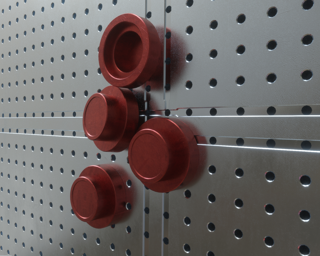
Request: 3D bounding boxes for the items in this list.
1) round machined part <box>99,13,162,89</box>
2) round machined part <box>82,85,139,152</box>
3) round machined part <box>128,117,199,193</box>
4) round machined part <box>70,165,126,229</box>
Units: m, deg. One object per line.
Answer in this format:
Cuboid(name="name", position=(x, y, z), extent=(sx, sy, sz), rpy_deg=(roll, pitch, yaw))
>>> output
Cuboid(name="round machined part", position=(-0.037, -0.103, 0.427), extent=(0.098, 0.042, 0.097), rpy_deg=(0, 90, 39))
Cuboid(name="round machined part", position=(-0.077, -0.014, 0.448), extent=(0.098, 0.042, 0.097), rpy_deg=(-9, 77, 47))
Cuboid(name="round machined part", position=(-0.003, 0.035, 0.399), extent=(0.098, 0.042, 0.097), rpy_deg=(0, 90, 39))
Cuboid(name="round machined part", position=(-0.102, 0.107, 0.480), extent=(0.098, 0.042, 0.097), rpy_deg=(0, 90, 39))
